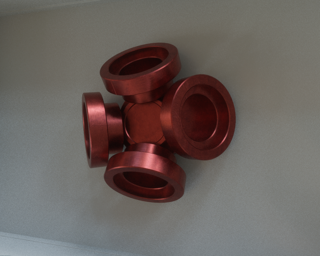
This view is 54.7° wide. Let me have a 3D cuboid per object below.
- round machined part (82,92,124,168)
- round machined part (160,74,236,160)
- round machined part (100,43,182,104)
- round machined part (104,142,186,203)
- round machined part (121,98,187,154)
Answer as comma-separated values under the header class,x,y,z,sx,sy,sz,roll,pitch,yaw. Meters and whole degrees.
class,x,y,z,sx,sy,sz,roll,pitch,yaw
round machined part,-0.075,0.002,0.405,0.042,0.098,0.097,-5,88,-18
round machined part,0.040,-0.012,0.366,0.042,0.099,0.097,-4,89,55
round machined part,-0.021,-0.066,0.386,0.098,0.098,0.042,-4,127,19
round machined part,-0.016,0.054,0.384,0.098,0.098,0.042,-1,54,19
round machined part,-0.011,-0.006,0.402,0.098,0.042,0.097,0,90,19
